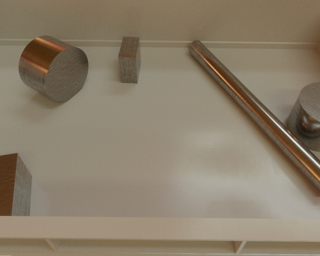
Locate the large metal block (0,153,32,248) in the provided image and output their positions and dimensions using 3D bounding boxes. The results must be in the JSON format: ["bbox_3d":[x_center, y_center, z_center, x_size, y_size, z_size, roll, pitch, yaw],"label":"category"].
[{"bbox_3d":[-0.184,0.079,0.320,0.081,0.050,0.080,-9,51,-8],"label":"large metal block"}]

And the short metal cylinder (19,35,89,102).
[{"bbox_3d":[-0.148,-0.084,0.438,0.050,0.080,0.080,26,55,20],"label":"short metal cylinder"}]

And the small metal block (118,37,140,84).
[{"bbox_3d":[-0.045,-0.104,0.476,0.025,0.050,0.050,3,50,2],"label":"small metal block"}]

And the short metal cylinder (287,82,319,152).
[{"bbox_3d":[0.215,-0.014,0.404,0.081,0.050,0.080,0,50,0],"label":"short metal cylinder"}]

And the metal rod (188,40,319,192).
[{"bbox_3d":[0.127,-0.034,0.435,0.025,0.025,0.300,-21,53,-17],"label":"metal rod"}]
